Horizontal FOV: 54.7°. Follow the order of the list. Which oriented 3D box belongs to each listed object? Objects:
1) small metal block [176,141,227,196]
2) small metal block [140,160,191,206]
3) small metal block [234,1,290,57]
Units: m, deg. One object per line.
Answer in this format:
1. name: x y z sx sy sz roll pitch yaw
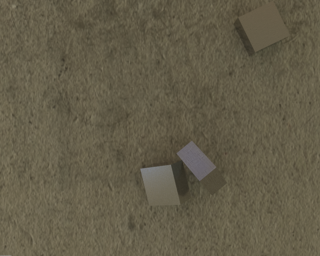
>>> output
1. small metal block: 0.053 0.051 0.388 0.025 0.050 0.050 -40 50 0
2. small metal block: 0.007 0.071 0.397 0.050 0.025 0.050 -13 91 37
3. small metal block: 0.134 -0.131 0.412 0.050 0.025 0.050 -26 90 -1
